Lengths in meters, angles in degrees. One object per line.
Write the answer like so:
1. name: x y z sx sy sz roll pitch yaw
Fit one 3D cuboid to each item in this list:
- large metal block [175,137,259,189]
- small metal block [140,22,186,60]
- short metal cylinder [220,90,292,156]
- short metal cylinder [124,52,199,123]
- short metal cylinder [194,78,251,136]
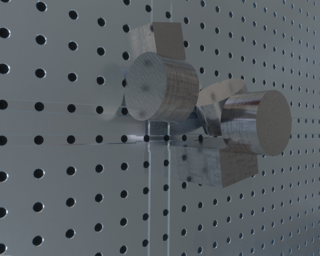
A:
1. large metal block: 0.080 0.045 0.441 0.081 0.080 0.050 -11 97 -40
2. small metal block: 0.005 -0.112 0.413 0.050 0.025 0.050 -15 100 -39
3. short metal cylinder: 0.122 -0.006 0.391 0.081 0.050 0.080 0 90 -40
4. short metal cylinder: 0.000 -0.047 0.373 0.050 0.080 0.080 5 87 -40
5. short metal cylinder: 0.092 -0.031 0.450 0.080 0.080 0.050 -40 115 -32
